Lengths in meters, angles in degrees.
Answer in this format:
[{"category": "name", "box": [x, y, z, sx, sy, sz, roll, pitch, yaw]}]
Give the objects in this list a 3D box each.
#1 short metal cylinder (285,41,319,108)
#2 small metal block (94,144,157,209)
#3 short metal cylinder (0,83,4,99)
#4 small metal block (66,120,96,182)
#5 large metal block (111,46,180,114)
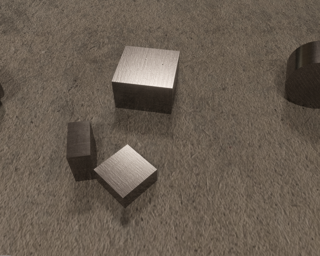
[{"category": "short metal cylinder", "box": [0.219, -0.073, 0.432, 0.080, 0.080, 0.050, 14, 52, 11]}, {"category": "small metal block", "box": [-0.039, 0.055, 0.357, 0.050, 0.025, 0.050, 37, 59, 27]}, {"category": "short metal cylinder", "box": [-0.259, -0.058, 0.413, 0.080, 0.080, 0.050, 27, 55, 20]}, {"category": "small metal block", "box": [-0.091, 0.027, 0.363, 0.025, 0.050, 0.050, -7, 51, -6]}, {"category": "large metal block", "box": [-0.017, -0.070, 0.446, 0.080, 0.050, 0.080, 7, 50, 5]}]
